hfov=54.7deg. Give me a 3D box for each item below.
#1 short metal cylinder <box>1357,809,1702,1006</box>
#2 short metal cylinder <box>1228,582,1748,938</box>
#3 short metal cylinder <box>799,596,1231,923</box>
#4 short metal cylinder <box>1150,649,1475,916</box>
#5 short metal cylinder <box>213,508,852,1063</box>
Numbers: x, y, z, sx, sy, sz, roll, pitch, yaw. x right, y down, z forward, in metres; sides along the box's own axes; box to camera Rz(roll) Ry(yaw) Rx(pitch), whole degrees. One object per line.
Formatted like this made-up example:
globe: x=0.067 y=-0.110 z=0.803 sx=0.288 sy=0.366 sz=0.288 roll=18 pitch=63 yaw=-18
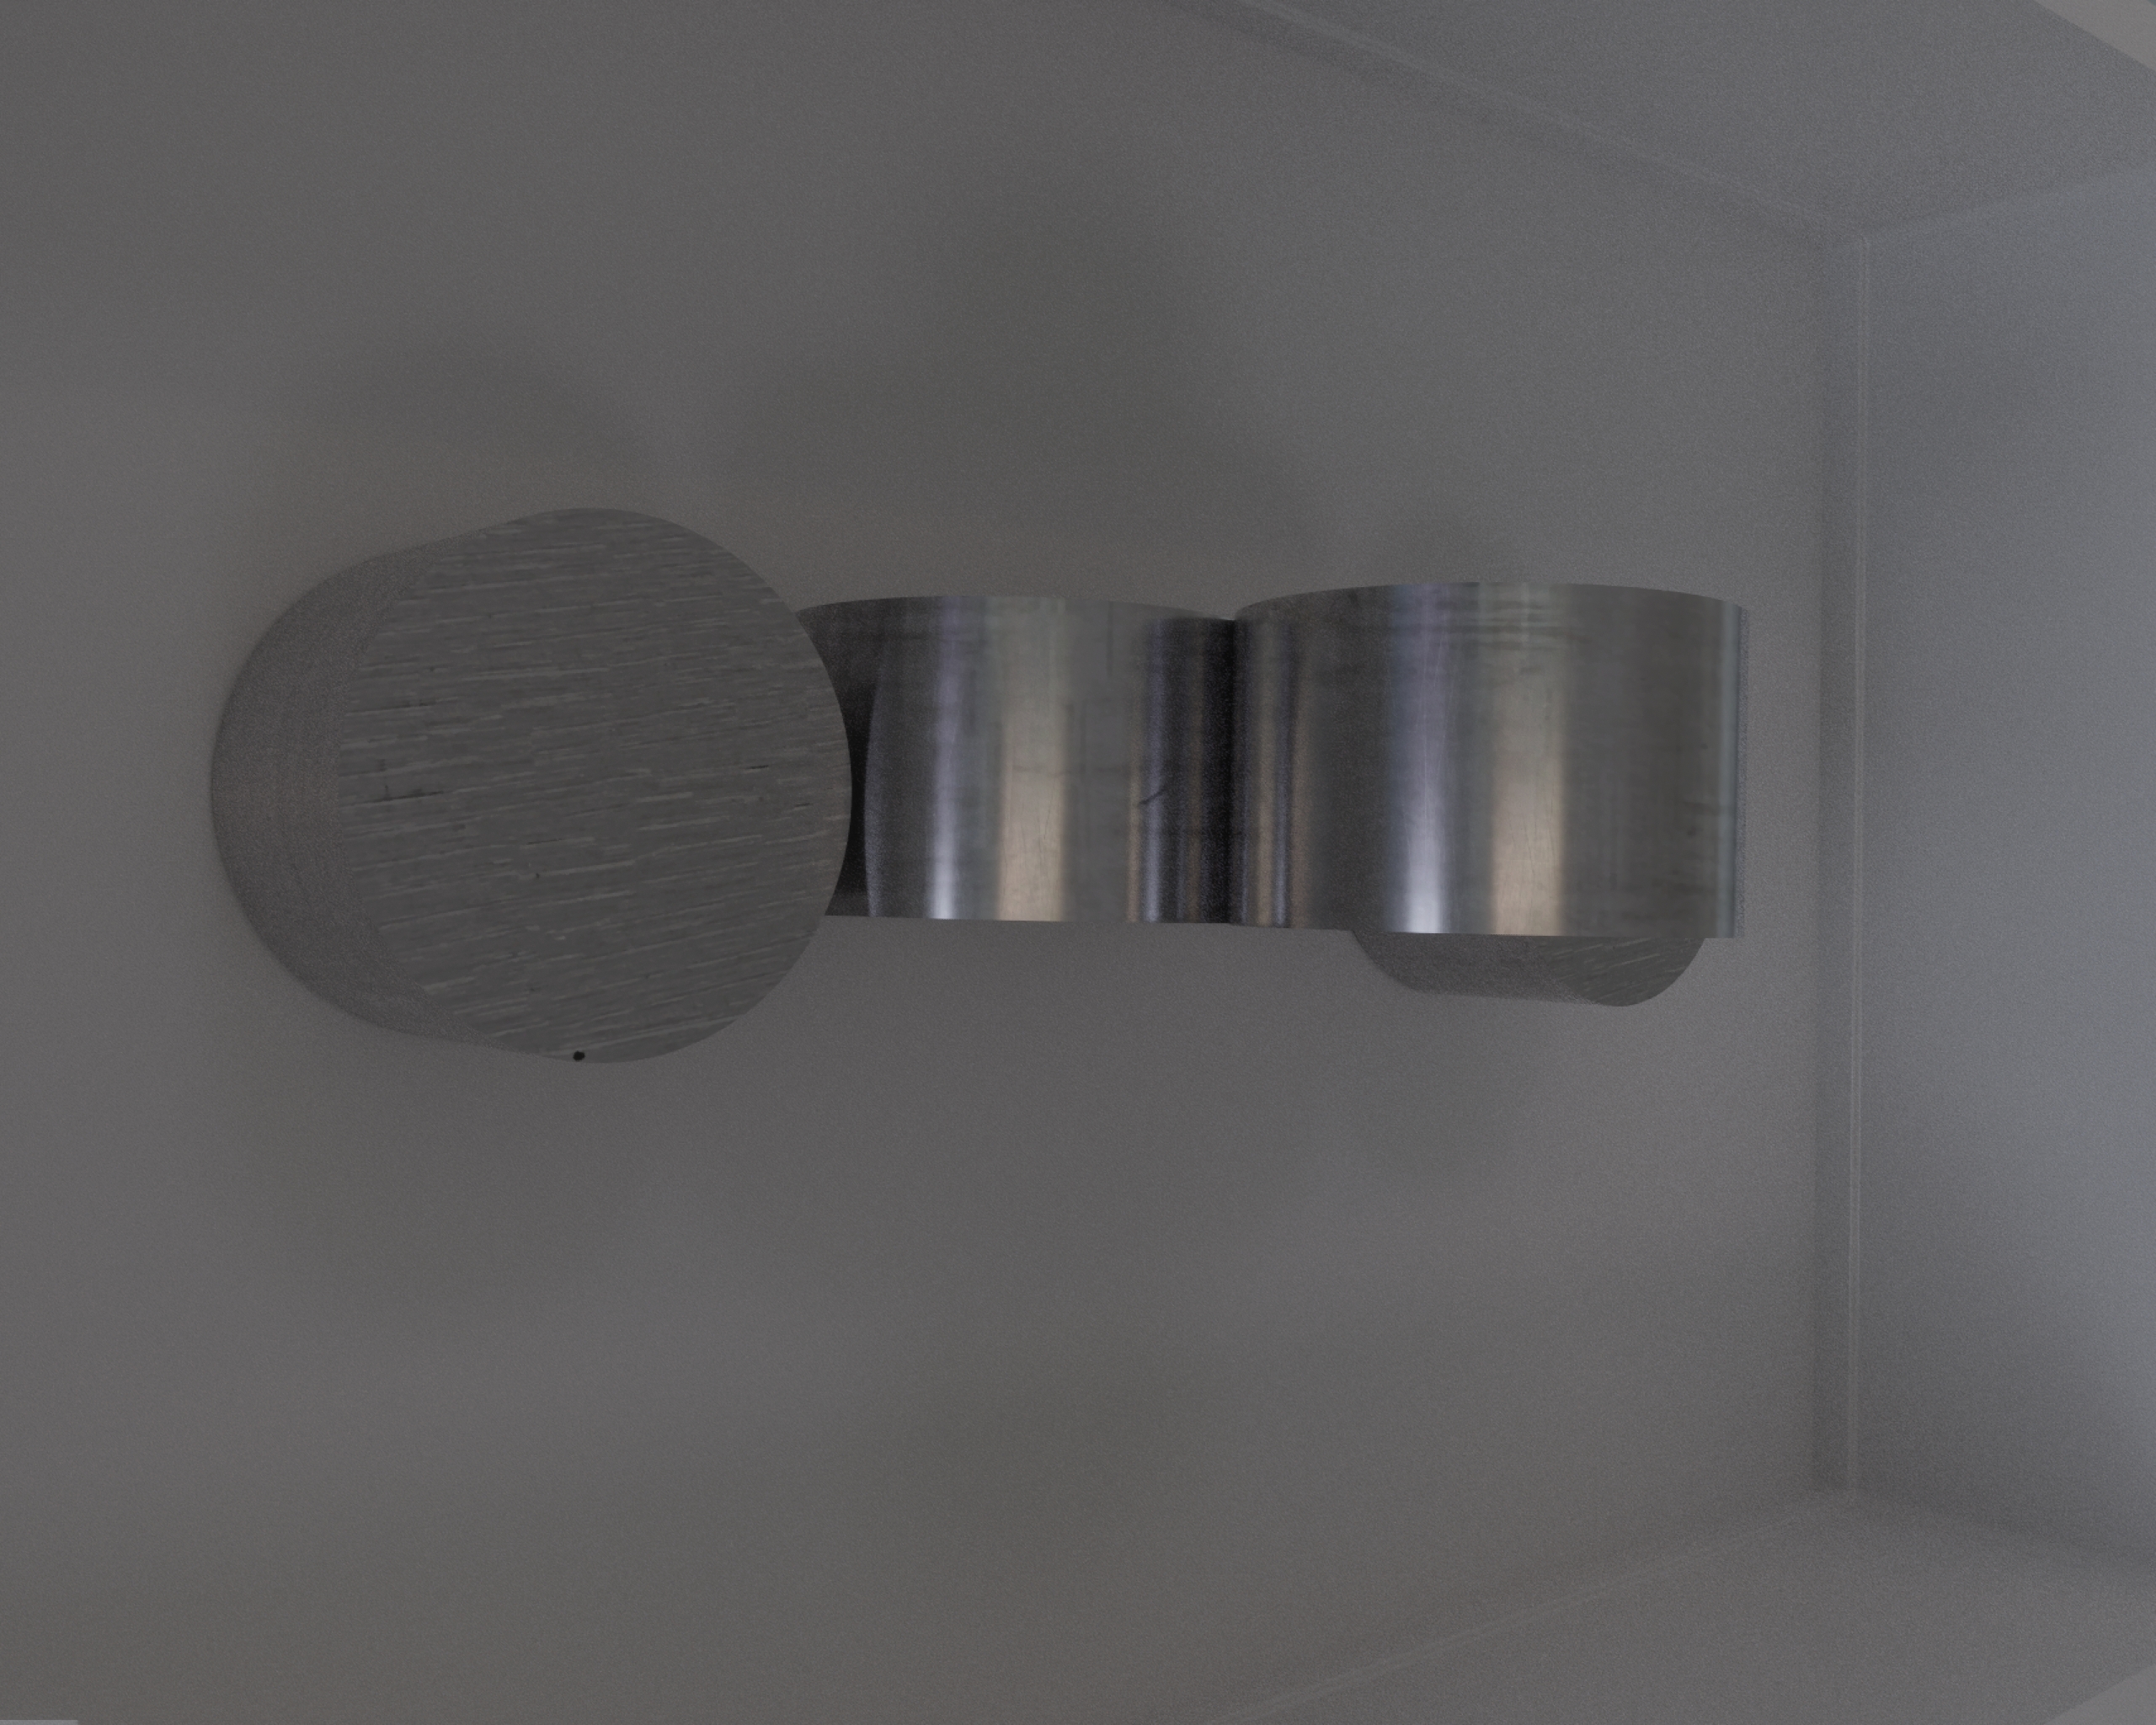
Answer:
short metal cylinder: x=0.103 y=-0.009 z=0.475 sx=0.081 sy=0.050 sz=0.080 roll=0 pitch=90 yaw=-40
short metal cylinder: x=0.065 y=-0.014 z=0.333 sx=0.081 sy=0.080 sz=0.050 roll=2 pitch=89 yaw=-40
short metal cylinder: x=-0.010 y=-0.015 z=0.360 sx=0.081 sy=0.080 sz=0.050 roll=2 pitch=89 yaw=-40
short metal cylinder: x=0.052 y=-0.013 z=0.411 sx=0.081 sy=0.080 sz=0.050 roll=2 pitch=89 yaw=-40
short metal cylinder: x=-0.082 y=-0.011 z=0.319 sx=0.081 sy=0.050 sz=0.080 roll=0 pitch=90 yaw=-40
